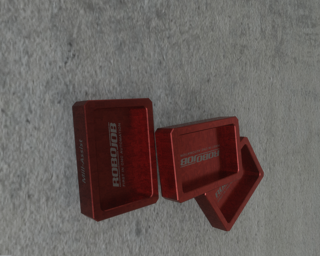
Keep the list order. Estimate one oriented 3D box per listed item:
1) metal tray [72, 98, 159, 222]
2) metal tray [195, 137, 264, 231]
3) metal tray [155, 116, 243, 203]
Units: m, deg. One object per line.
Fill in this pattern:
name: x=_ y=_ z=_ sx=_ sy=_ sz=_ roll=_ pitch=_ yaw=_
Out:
metal tray: x=-0.049 y=0.032 z=0.361 sx=0.091 sy=0.030 sz=0.129 roll=-7 pitch=95 yaw=-40
metal tray: x=0.113 y=0.086 z=0.498 sx=0.131 sy=0.030 sz=0.090 roll=-46 pitch=118 yaw=-30
metal tray: x=0.056 y=0.036 z=0.411 sx=0.131 sy=0.030 sz=0.089 roll=-11 pitch=97 yaw=-40
